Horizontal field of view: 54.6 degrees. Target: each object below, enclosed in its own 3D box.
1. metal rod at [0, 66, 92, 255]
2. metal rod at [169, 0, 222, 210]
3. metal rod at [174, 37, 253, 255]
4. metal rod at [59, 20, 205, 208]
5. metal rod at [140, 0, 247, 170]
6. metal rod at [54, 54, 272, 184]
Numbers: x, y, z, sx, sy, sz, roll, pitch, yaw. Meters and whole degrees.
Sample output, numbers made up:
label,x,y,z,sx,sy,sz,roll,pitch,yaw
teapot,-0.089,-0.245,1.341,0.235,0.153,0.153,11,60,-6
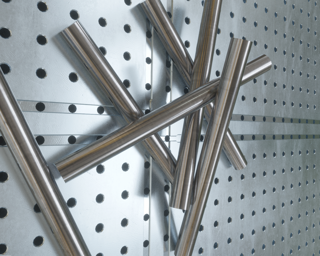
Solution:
label,x,y,z,sx,sy,sz,roll,pitch,yaw
metal rod,-0.113,0.068,0.313,0.025,0.025,0.299,-31,110,-35
metal rod,0.050,-0.044,0.416,0.025,0.025,0.299,17,79,-39
metal rod,0.063,0.039,0.396,0.025,0.025,0.298,-1,111,-40
metal rod,-0.020,0.004,0.391,0.025,0.025,0.300,-49,119,-29
metal rod,0.060,-0.052,0.457,0.025,0.025,0.299,-48,119,-29
metal rod,0.020,-0.021,0.374,0.302,0.025,0.025,-29,109,-20
